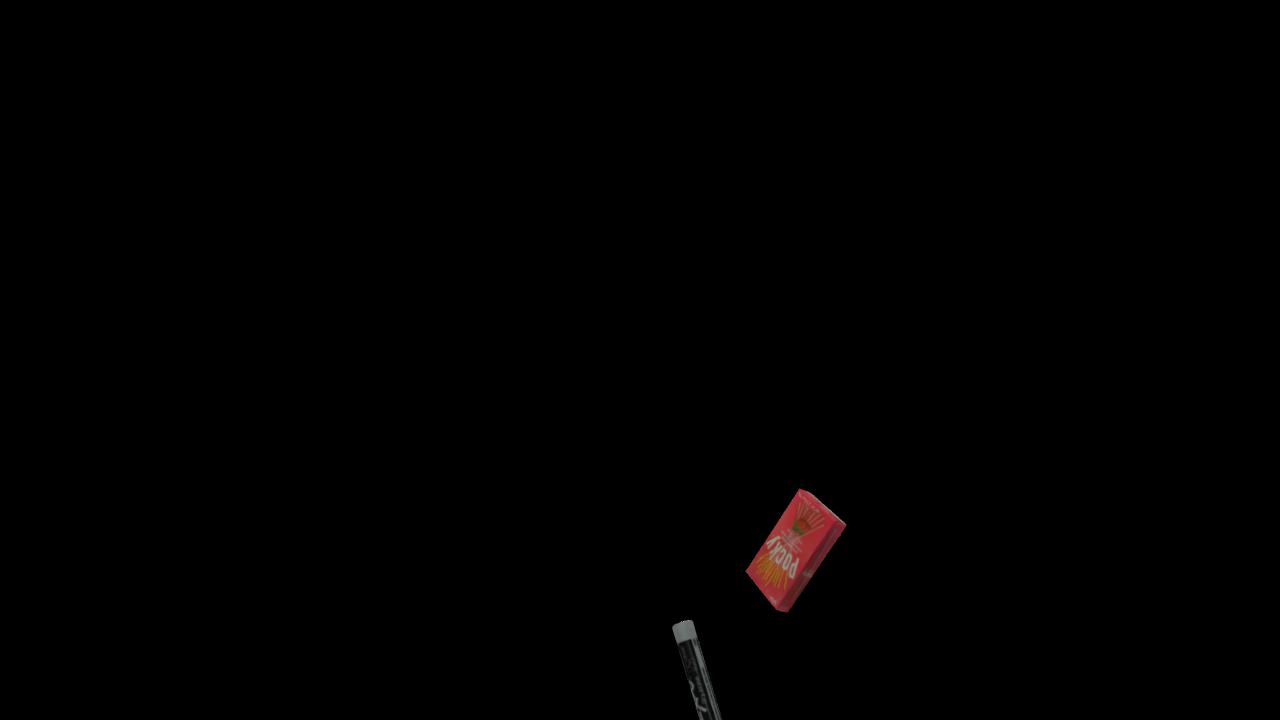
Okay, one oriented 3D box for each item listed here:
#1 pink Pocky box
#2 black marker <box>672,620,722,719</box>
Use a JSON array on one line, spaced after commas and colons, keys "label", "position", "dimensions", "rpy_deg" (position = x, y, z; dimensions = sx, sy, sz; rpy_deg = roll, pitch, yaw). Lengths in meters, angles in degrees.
[{"label": "pink Pocky box", "position": [0.220, 0.272, 0.882], "dimensions": [0.029, 0.155, 0.084], "rpy_deg": [26, 9, -30]}, {"label": "black marker", "position": [0.052, 0.274, 0.495], "dimensions": [0.020, 0.121, 0.020], "rpy_deg": [-13, -34, -9]}]
